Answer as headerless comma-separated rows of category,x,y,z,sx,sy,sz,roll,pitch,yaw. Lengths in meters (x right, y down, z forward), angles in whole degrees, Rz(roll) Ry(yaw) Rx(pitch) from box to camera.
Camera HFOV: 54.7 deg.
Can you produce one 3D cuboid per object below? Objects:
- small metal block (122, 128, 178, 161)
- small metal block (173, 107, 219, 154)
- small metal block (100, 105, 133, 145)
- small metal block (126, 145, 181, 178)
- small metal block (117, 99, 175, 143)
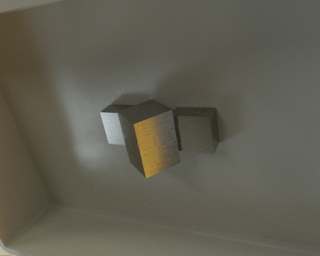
small metal block,-0.013,0.012,0.391,0.050,0.050,0.025,33,140,55
small metal block,0.044,0.002,0.384,0.050,0.025,0.050,3,120,26
small metal block,-0.049,-0.004,0.428,0.050,0.025,0.050,4,120,26
small metal block,-0.009,0.034,0.402,0.050,0.050,0.025,33,140,55
small metal block,-0.017,-0.010,0.379,0.050,0.050,0.025,34,140,55
